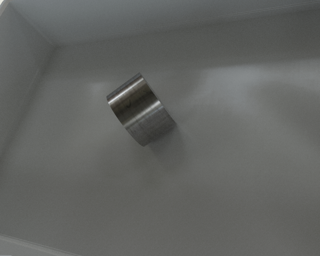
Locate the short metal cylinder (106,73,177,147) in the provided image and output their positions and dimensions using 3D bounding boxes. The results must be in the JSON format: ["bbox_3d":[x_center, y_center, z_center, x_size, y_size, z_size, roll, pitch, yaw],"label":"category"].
[{"bbox_3d":[-0.022,-0.023,0.392,0.050,0.080,0.080,-36,51,4],"label":"short metal cylinder"}]
